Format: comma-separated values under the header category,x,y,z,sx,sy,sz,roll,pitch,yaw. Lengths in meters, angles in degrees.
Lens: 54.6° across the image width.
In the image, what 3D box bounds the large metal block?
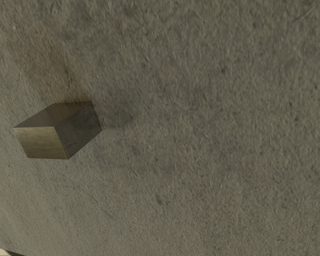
category,x,y,z,sx,sy,sz,roll,pitch,yaw
large metal block,-0.146,0.002,0.450,0.080,0.080,0.050,-1,118,29
